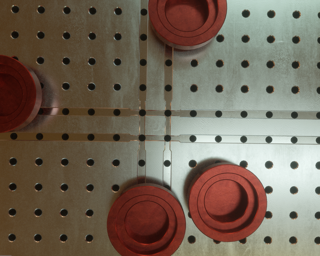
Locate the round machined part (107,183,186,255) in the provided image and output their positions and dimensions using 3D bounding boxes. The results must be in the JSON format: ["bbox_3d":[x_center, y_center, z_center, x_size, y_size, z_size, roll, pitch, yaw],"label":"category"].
[{"bbox_3d":[-0.017,0.121,0.405,0.099,0.042,0.097,0,90,-1],"label":"round machined part"}]

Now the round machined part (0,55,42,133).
[{"bbox_3d":[-0.202,-0.042,0.402,0.099,0.042,0.097,0,90,-1],"label":"round machined part"}]

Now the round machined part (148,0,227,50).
[{"bbox_3d":[0.035,-0.151,0.405,0.099,0.042,0.097,0,90,-1],"label":"round machined part"}]

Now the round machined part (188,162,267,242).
[{"bbox_3d":[0.084,0.094,0.406,0.099,0.042,0.097,0,90,-1],"label":"round machined part"}]
